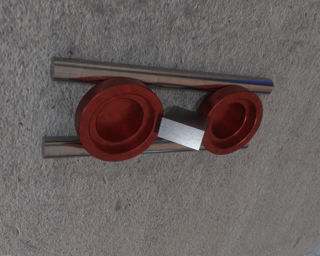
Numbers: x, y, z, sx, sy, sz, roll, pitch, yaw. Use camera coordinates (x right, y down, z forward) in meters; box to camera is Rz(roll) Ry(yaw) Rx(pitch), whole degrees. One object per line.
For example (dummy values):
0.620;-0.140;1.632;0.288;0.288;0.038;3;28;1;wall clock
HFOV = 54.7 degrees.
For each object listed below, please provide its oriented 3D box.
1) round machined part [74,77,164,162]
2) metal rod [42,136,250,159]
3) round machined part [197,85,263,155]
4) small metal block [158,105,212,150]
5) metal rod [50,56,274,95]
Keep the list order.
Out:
-0.049;-0.013;0.357;0.099;0.042;0.097;-14;124;-21;round machined part
0.001;0.022;0.422;0.303;0.025;0.025;0;119;-29;metal rod
0.090;-0.014;0.431;0.099;0.042;0.097;-14;124;-21;round machined part
0.031;-0.002;0.374;0.050;0.050;0.025;19;115;11;small metal block
0.024;-0.060;0.384;0.303;0.025;0.025;0;119;-29;metal rod
